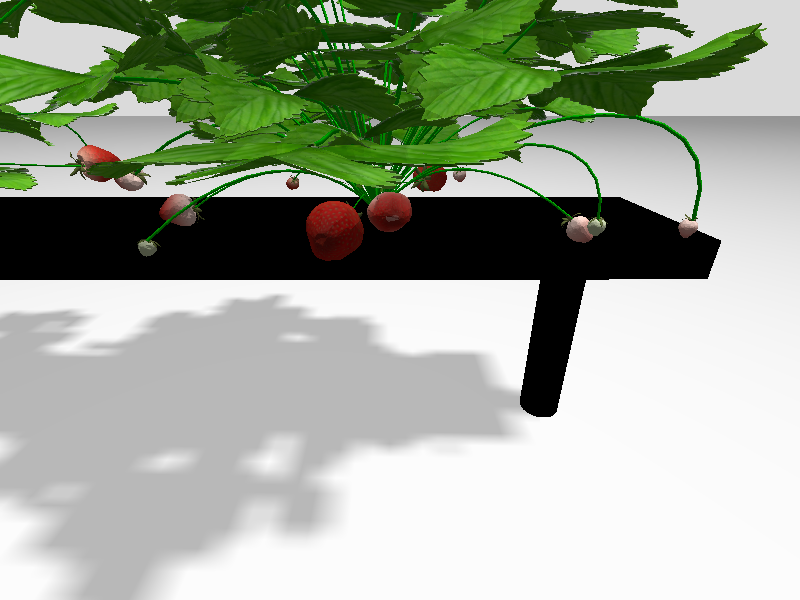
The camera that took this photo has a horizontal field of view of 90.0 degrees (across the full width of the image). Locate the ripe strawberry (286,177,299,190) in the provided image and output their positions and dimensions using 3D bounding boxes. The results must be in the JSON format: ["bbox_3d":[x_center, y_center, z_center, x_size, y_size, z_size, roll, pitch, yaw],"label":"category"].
[{"bbox_3d":[-0.118,-0.127,0.439,0.015,0.013,0.015,-23,-9,-39],"label":"ripe strawberry"}]

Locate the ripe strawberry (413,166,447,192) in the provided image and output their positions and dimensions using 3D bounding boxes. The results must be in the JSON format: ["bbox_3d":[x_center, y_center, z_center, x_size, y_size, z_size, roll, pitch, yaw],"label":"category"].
[{"bbox_3d":[0.033,-0.131,0.423,0.036,0.031,0.036,15,29,28],"label":"ripe strawberry"}]

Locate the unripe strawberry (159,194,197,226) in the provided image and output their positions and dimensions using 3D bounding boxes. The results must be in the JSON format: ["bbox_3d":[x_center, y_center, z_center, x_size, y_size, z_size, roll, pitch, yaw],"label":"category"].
[{"bbox_3d":[-0.169,-0.068,0.304,0.025,0.024,0.027,-10,28,-15],"label":"unripe strawberry"}]

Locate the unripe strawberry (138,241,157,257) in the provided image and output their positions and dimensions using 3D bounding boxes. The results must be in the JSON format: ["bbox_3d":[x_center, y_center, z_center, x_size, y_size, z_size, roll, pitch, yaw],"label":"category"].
[{"bbox_3d":[-0.157,-0.032,0.249,0.010,0.010,0.009,13,11,-45],"label":"unripe strawberry"}]

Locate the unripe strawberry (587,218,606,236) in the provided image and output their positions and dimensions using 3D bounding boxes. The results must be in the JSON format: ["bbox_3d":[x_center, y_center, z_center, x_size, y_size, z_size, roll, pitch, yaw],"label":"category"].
[{"bbox_3d":[0.129,-0.048,0.264,0.011,0.011,0.011,15,30,28],"label":"unripe strawberry"}]

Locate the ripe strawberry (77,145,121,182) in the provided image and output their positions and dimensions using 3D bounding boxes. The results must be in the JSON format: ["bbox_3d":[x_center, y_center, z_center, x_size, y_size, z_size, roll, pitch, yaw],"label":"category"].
[{"bbox_3d":[-0.365,-0.167,0.490,0.041,0.043,0.044,16,30,29],"label":"ripe strawberry"}]

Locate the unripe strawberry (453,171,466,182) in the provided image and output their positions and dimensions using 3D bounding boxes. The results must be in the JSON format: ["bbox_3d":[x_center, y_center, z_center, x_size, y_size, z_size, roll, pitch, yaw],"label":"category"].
[{"bbox_3d":[0.073,-0.151,0.487,0.016,0.016,0.017,15,-27,28],"label":"unripe strawberry"}]

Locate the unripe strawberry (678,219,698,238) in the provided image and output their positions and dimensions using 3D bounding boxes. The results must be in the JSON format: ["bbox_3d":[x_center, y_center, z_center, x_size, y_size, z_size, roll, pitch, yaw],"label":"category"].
[{"bbox_3d":[0.189,-0.047,0.263,0.010,0.012,0.012,11,28,21],"label":"unripe strawberry"}]

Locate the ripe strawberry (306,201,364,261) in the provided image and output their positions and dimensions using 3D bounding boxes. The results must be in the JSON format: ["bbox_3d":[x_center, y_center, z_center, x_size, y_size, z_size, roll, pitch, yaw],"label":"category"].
[{"bbox_3d":[-0.040,-0.040,0.239,0.034,0.036,0.037,4,27,9],"label":"ripe strawberry"}]

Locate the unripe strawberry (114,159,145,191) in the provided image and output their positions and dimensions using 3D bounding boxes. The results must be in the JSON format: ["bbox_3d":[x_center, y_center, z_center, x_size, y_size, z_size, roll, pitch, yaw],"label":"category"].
[{"bbox_3d":[-0.291,-0.133,0.429,0.030,0.032,0.028,-2,24,22],"label":"unripe strawberry"}]

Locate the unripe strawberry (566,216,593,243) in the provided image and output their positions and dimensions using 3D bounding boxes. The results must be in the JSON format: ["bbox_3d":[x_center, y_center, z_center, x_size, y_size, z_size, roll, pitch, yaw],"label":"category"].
[{"bbox_3d":[0.123,-0.048,0.273,0.017,0.019,0.019,-44,-4,39],"label":"unripe strawberry"}]
